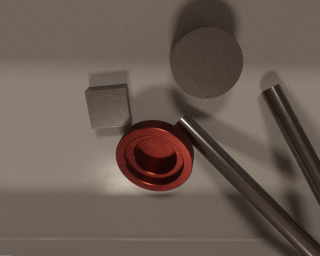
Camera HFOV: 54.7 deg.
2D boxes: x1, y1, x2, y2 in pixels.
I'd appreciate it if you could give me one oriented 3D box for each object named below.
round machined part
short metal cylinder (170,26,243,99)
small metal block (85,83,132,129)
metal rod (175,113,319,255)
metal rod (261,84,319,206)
[{"bbox_3d":[-0.004,0.032,0.406,0.098,0.042,0.097,5,120,9],"label":"round machined part"},{"bbox_3d":[0.053,-0.080,0.369,0.081,0.050,0.079,0,110,-1],"label":"short metal cylinder"},{"bbox_3d":[-0.065,-0.028,0.400,0.050,0.025,0.050,-5,110,1],"label":"small metal block"},{"bbox_3d":[0.132,0.095,0.394,0.300,0.025,0.025,45,105,6],"label":"metal rod"},{"bbox_3d":[0.205,0.084,0.382,0.025,0.025,0.299,-27,84,9],"label":"metal rod"}]
